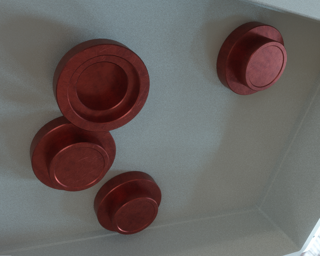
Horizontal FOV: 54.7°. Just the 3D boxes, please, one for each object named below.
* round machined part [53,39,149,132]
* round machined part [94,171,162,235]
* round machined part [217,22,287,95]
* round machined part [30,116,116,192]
[{"bbox_3d":[-0.065,-0.048,0.334,0.099,0.042,0.097,-14,125,-21],"label":"round machined part"},{"bbox_3d":[-0.042,0.114,0.447,0.099,0.042,0.097,-14,125,-21],"label":"round machined part"},{"bbox_3d":[0.129,-0.089,0.416,0.099,0.042,0.097,-14,125,-21],"label":"round machined part"},{"bbox_3d":[-0.099,0.036,0.367,0.099,0.042,0.097,-14,125,-21],"label":"round machined part"}]
